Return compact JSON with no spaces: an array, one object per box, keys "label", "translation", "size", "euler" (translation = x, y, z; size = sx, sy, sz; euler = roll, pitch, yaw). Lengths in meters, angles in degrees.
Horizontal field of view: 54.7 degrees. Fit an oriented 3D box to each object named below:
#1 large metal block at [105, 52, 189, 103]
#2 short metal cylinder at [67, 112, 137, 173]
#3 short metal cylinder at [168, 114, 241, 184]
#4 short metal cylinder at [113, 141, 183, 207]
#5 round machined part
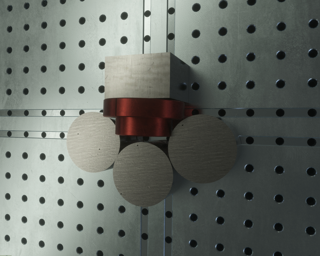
[{"label":"large metal block","translation":[-0.013,-0.058,0.387],"size":[0.080,0.080,0.050],"euler":[1,91,20]},{"label":"short metal cylinder","translation":[-0.080,0.018,0.428],"size":[0.080,0.050,0.079],"euler":[0,90,20]},{"label":"short metal cylinder","translation":[0.056,0.024,0.380],"size":[0.080,0.050,0.079],"euler":[0,90,20]},{"label":"short metal cylinder","translation":[-0.014,0.057,0.404],"size":[0.080,0.050,0.079],"euler":[0,90,20]},{"label":"round machined part","translation":[-0.020,-0.011,0.379],"size":[0.098,0.098,0.042],"euler":[2,90,20]}]
